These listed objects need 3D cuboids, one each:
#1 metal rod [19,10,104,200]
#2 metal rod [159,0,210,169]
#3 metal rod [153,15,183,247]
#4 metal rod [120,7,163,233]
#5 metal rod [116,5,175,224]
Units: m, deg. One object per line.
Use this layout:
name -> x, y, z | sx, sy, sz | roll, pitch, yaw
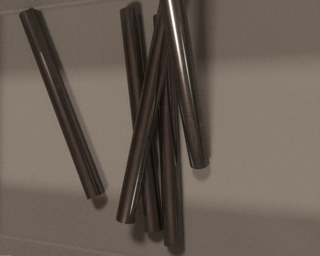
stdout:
metal rod -> -0.148, -0.039, 0.461 | 0.025, 0.025, 0.299 | -25, 82, 18
metal rod -> 0.021, -0.086, 0.330 | 0.025, 0.025, 0.298 | -3, 118, 20
metal rod -> 0.011, 0.002, 0.405 | 0.025, 0.025, 0.298 | -3, 89, 19
metal rod -> -0.026, -0.012, 0.418 | 0.025, 0.025, 0.298 | -7, 88, 19
metal rod -> -0.014, -0.028, 0.386 | 0.025, 0.025, 0.298 | 13, 94, 19
